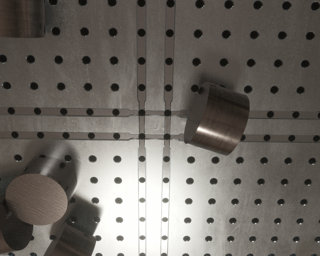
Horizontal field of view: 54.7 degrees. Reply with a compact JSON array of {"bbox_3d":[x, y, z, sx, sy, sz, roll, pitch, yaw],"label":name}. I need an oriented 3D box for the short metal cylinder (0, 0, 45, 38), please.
[{"bbox_3d":[-0.167,-0.128,0.334,0.081,0.080,0.050,6,110,-3],"label":"short metal cylinder"}]

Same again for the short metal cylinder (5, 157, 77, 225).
[{"bbox_3d":[-0.162,0.086,0.430,0.081,0.050,0.079,0,110,-1],"label":"short metal cylinder"}]

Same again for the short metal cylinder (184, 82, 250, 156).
[{"bbox_3d":[0.067,-0.011,0.381,0.050,0.080,0.079,18,109,-7],"label":"short metal cylinder"}]

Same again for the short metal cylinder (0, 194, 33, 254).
[{"bbox_3d":[-0.221,0.133,0.430,0.050,0.080,0.080,-13,110,4],"label":"short metal cylinder"}]

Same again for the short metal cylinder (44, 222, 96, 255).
[{"bbox_3d":[-0.136,0.185,0.451,0.050,0.080,0.080,33,107,-12],"label":"short metal cylinder"}]
